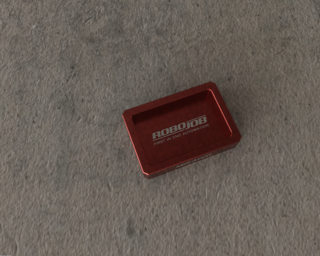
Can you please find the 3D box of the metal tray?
[{"bbox_3d":[0.027,0.002,0.404,0.131,0.030,0.090,-19,71,-7],"label":"metal tray"}]
